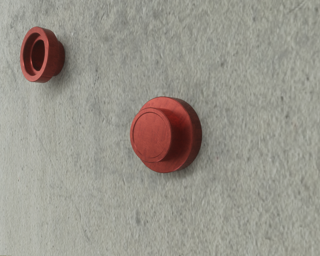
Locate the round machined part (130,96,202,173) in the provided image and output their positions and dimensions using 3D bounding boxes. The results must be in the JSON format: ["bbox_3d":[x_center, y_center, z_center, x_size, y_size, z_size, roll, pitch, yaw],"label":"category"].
[{"bbox_3d":[0.000,0.008,0.392,0.098,0.042,0.097,0,90,39],"label":"round machined part"}]

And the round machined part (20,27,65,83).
[{"bbox_3d":[-0.210,-0.130,0.564,0.098,0.042,0.097,0,90,39],"label":"round machined part"}]
